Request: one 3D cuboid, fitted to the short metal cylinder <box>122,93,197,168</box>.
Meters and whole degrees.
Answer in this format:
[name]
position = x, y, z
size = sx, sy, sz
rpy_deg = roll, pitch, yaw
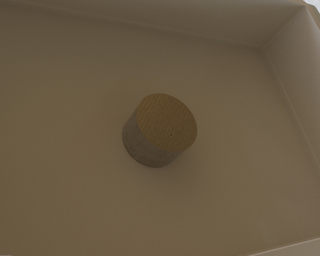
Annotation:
[short metal cylinder]
position = -0.001, 0.004, 0.388
size = 0.081, 0.050, 0.080
rpy_deg = 14, 56, -21
